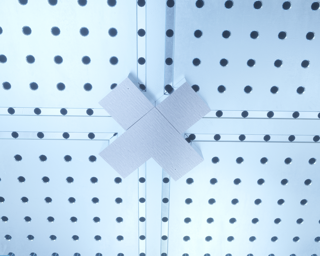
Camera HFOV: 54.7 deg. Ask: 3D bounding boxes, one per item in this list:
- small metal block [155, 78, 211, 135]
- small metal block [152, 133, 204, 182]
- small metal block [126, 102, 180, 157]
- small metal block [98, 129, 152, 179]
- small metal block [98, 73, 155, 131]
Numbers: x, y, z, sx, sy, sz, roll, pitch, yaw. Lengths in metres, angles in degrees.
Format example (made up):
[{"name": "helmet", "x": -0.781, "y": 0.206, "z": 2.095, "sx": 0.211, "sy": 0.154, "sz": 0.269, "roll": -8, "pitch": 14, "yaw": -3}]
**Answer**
[{"name": "small metal block", "x": 0.030, "y": -0.029, "z": 0.403, "sx": 0.050, "sy": 0.025, "sz": 0.050, "roll": -39, "pitch": 106, "yaw": 13}, {"name": "small metal block", "x": 0.024, "y": 0.037, "z": 0.427, "sx": 0.050, "sy": 0.025, "sz": 0.050, "roll": -39, "pitch": 106, "yaw": 13}, {"name": "small metal block", "x": -0.009, "y": 0.002, "z": 0.413, "sx": 0.050, "sy": 0.025, "sz": 0.050, "roll": -39, "pitch": 106, "yaw": 13}, {"name": "small metal block", "x": -0.047, "y": 0.033, "z": 0.425, "sx": 0.050, "sy": 0.025, "sz": 0.050, "roll": -39, "pitch": 106, "yaw": 13}, {"name": "small metal block", "x": -0.042, "y": -0.034, "z": 0.400, "sx": 0.050, "sy": 0.025, "sz": 0.050, "roll": -39, "pitch": 106, "yaw": 13}]
